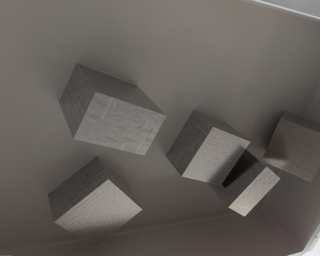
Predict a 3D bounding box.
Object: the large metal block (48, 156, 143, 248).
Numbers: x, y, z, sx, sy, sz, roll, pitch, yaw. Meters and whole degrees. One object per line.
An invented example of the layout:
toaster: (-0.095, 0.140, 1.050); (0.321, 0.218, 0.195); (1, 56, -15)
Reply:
large metal block: (-0.084, 0.098, 0.407); (0.080, 0.050, 0.080); (-39, 129, -2)

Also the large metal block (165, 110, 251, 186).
large metal block: (0.069, 0.030, 0.449); (0.080, 0.050, 0.080); (19, 108, -36)

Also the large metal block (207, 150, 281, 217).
large metal block: (0.124, 0.076, 0.488); (0.080, 0.080, 0.050); (-49, 129, 6)

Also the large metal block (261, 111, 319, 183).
large metal block: (0.224, 0.028, 0.503); (0.050, 0.080, 0.079); (-29, 139, -57)

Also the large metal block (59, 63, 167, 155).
large metal block: (-0.053, -0.020, 0.331); (0.081, 0.080, 0.050); (17, 109, -35)
